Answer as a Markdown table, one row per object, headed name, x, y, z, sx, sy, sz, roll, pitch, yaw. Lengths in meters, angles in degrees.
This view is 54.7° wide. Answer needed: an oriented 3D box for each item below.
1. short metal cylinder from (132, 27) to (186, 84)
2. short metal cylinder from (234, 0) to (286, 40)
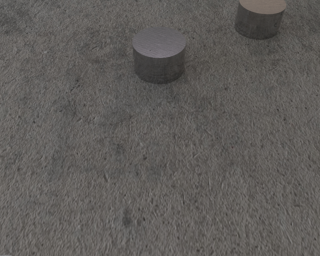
| name | x | y | z | sx | sy | sz | roll | pitch | yaw |
| --- | --- | --- | --- | --- | --- | --- | --- | --- | --- |
| short metal cylinder | -0.001 | -0.114 | 0.482 | 0.080 | 0.050 | 0.080 | 0 | 50 | 0 |
| short metal cylinder | 0.179 | -0.204 | 0.559 | 0.080 | 0.050 | 0.080 | 0 | 50 | 0 |
